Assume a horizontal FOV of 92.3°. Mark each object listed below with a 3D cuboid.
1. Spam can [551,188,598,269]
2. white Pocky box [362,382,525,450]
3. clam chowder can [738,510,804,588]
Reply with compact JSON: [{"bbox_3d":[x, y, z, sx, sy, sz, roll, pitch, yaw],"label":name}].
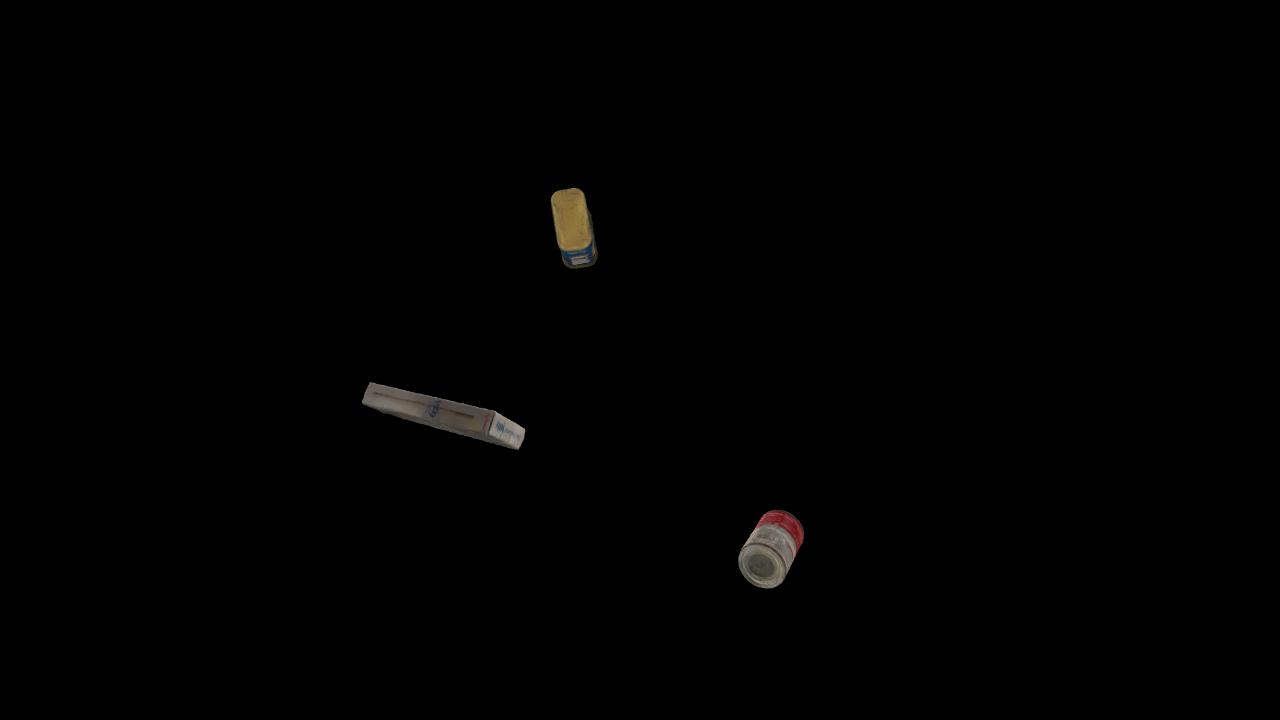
[{"bbox_3d":[-0.101,-0.203,0.951,0.058,0.101,0.085,-10,-7,-2],"label":"Spam can"},{"bbox_3d":[-0.209,0.061,0.662,0.154,0.028,0.084,12,-15,16],"label":"white Pocky box"},{"bbox_3d":[0.183,0.262,0.856,0.068,0.068,0.102,0,13,28],"label":"clam chowder can"}]
